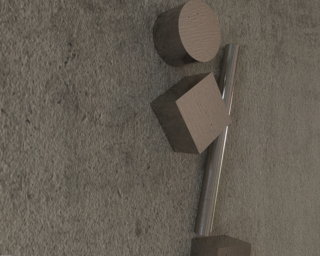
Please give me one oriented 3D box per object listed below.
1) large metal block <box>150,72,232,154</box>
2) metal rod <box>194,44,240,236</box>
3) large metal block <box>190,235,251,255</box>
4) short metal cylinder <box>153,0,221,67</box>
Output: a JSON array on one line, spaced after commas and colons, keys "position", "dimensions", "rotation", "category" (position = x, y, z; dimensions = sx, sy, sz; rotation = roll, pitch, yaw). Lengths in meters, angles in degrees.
[{"position": [0.045, -0.021, 0.428], "dimensions": [0.080, 0.050, 0.080], "rotation": [-41, 115, -33], "category": "large metal block"}, {"position": [0.091, 0.013, 0.483], "dimensions": [0.025, 0.025, 0.299], "rotation": [18, 79, -39], "category": "metal rod"}, {"position": [0.090, 0.211, 0.467], "dimensions": [0.081, 0.050, 0.080], "rotation": [12, 83, -40], "category": "large metal block"}, {"position": [0.037, -0.126, 0.421], "dimensions": [0.081, 0.050, 0.079], "rotation": [0, 90, -40], "category": "short metal cylinder"}]
